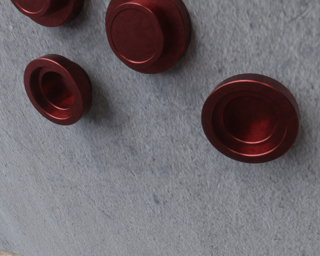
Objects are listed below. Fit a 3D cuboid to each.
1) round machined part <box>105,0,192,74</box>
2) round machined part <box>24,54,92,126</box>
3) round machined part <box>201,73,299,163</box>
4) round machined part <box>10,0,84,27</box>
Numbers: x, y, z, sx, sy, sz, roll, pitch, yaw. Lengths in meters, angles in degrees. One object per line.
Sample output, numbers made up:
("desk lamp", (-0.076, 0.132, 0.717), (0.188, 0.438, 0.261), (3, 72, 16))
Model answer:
("round machined part", (-0.019, -0.105, 0.339), (0.098, 0.042, 0.097), (13, 124, 20))
("round machined part", (-0.135, -0.056, 0.431), (0.098, 0.042, 0.097), (13, 124, 20))
("round machined part", (0.098, -0.013, 0.335), (0.098, 0.042, 0.097), (13, 124, 20))
("round machined part", (-0.142, -0.168, 0.364), (0.098, 0.042, 0.097), (13, 124, 20))
